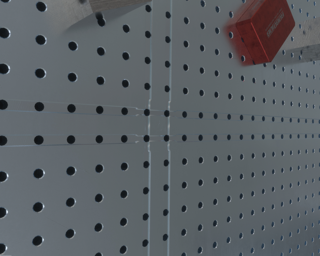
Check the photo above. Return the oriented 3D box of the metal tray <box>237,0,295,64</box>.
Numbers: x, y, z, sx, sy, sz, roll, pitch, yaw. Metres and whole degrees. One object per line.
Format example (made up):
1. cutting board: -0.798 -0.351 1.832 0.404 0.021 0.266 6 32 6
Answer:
1. metal tray: 0.199 -0.191 0.572 0.130 0.030 0.090 -51 120 -27

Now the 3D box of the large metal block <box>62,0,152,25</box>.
1. large metal block: -0.066 -0.166 0.337 0.081 0.050 0.080 -29 108 -36

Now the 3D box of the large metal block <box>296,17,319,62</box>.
1. large metal block: 0.355 -0.196 0.670 0.050 0.080 0.080 38 67 -34
